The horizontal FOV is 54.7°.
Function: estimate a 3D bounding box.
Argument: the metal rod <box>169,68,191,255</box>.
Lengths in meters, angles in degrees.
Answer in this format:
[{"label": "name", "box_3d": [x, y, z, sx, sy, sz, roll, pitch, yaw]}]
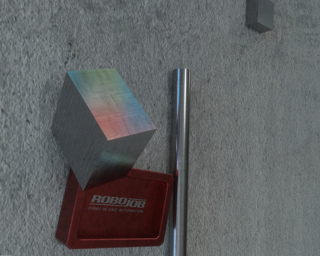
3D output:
[{"label": "metal rod", "box_3d": [0.027, 0.068, 0.429, 0.025, 0.025, 0.298, 2, 89, -40]}]

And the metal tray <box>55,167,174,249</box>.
[{"label": "metal tray", "box_3d": [-0.046, 0.090, 0.364, 0.131, 0.030, 0.090, 16, 80, -39]}]

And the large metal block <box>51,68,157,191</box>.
[{"label": "large metal block", "box_3d": [-0.059, 0.000, 0.300, 0.050, 0.079, 0.080, -14, 59, -40]}]

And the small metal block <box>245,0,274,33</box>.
[{"label": "small metal block", "box_3d": [0.180, -0.205, 0.559, 0.050, 0.025, 0.050, 6, 86, -40]}]
